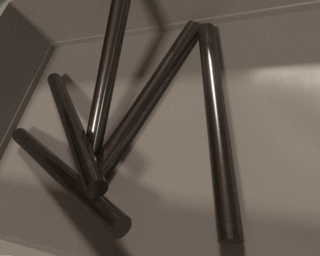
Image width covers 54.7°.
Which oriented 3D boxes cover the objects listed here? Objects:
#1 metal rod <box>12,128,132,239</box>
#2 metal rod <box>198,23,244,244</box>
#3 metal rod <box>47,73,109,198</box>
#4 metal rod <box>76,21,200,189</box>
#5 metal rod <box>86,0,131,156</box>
[{"bbox_3d":[-0.137,0.056,0.415,0.300,0.025,0.025,24,75,44],"label":"metal rod"},{"bbox_3d":[0.069,-0.017,0.379,0.025,0.025,0.299,-13,56,20],"label":"metal rod"},{"bbox_3d":[-0.128,-0.011,0.443,0.025,0.025,0.300,-40,41,1],"label":"metal rod"},{"bbox_3d":[-0.025,-0.031,0.436,0.025,0.025,0.300,22,73,36],"label":"metal rod"},{"bbox_3d":[-0.066,-0.099,0.418,0.025,0.025,0.298,14,95,33],"label":"metal rod"}]
